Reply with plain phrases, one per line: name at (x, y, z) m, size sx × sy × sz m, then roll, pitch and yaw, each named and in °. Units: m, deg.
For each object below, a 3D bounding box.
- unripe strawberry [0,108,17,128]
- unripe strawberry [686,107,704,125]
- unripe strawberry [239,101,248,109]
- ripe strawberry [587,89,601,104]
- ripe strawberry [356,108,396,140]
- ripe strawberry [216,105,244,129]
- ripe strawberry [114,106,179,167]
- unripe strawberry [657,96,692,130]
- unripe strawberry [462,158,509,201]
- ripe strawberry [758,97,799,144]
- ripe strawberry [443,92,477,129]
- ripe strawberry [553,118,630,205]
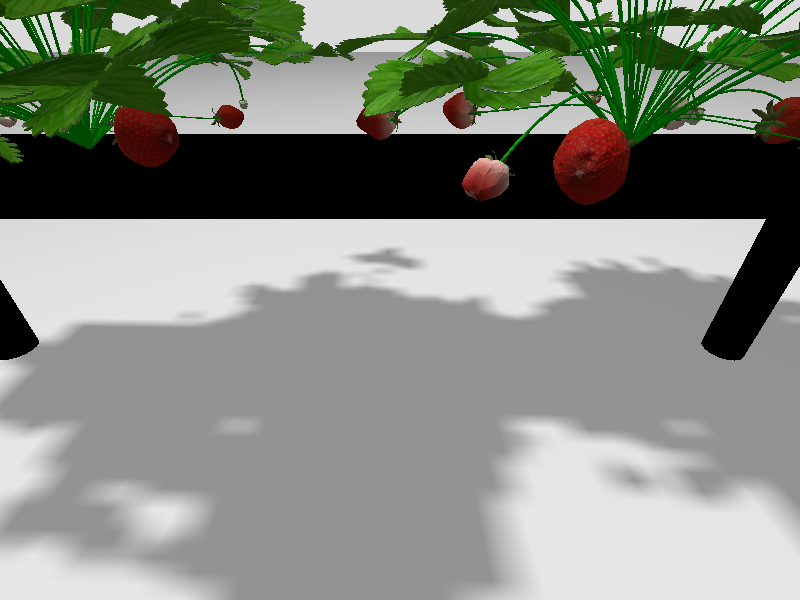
unripe strawberry at (-0.402, -0.185, 0.409) m, size 0.017 × 0.018 × 0.016 m, roll -10°, pitch 21°, yaw 42°
unripe strawberry at (0.313, -0.195, 0.427) m, size 0.017 × 0.018 × 0.018 m, roll 31°, pitch -6°, yaw 38°
unripe strawberry at (-0.195, -0.243, 0.498) m, size 0.011 × 0.010 × 0.010 m, roll 10°, pitch 35°, yaw 15°
ripe strawberry at (0.261, -0.272, 0.539) m, size 0.017 × 0.020 × 0.019 m, roll 9°, pitch 11°, yaw 13°
ripe strawberry at (-0.022, -0.163, 0.362) m, size 0.035 × 0.034 × 0.032 m, roll 3°, pitch 33°, yaw 11°
ripe strawberry at (-0.169, -0.183, 0.400) m, size 0.026 × 0.022 × 0.026 m, roll -26°, pitch 41°, yaw -35°
ripe strawberry at (-0.177, -0.117, 0.286) m, size 0.043 × 0.043 × 0.040 m, roll 18°, pitch 37°, yaw 24°
unripe strawberry at (0.277, -0.189, 0.404) m, size 0.029 × 0.031 × 0.032 m, roll 27°, pitch 41°, yaw 35°
unripe strawberry at (0.046, -0.065, 0.220) m, size 0.026 × 0.023 × 0.023 m, roll 31°, pitch -19°, yaw 38°
ripe strawberry at (0.329, -0.151, 0.338) m, size 0.036 × 0.037 × 0.033 m, roll -3°, pitch 33°, yaw -6°
ripe strawberry at (0.060, -0.194, 0.410) m, size 0.035 × 0.035 × 0.033 m, roll 22°, pitch 39°, yaw 31°
ripe strawberry at (0.100, -0.072, 0.212) m, size 0.038 × 0.043 × 0.041 m, roll 20°, pitch 39°, yaw 28°
